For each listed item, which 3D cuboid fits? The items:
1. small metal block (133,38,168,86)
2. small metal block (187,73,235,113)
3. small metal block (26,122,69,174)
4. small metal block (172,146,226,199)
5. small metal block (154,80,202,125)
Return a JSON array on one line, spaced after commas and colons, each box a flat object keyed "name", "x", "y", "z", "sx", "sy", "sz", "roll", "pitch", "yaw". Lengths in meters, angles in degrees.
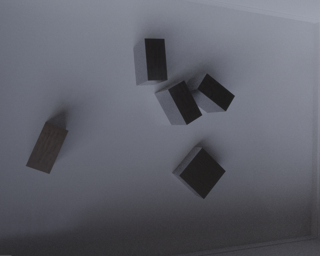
[{"name": "small metal block", "x": -0.013, "y": -0.082, "z": 0.393, "sx": 0.025, "sy": 0.050, "sz": 0.050, "roll": -5, "pitch": 92, "yaw": -20}, {"name": "small metal block", "x": 0.064, "y": -0.046, "z": 0.422, "sx": 0.050, "sy": 0.050, "sz": 0.025, "roll": 35, "pitch": 79, "yaw": -17}, {"name": "small metal block", "x": -0.128, "y": 0.021, "z": 0.351, "sx": 0.025, "sy": 0.050, "sz": 0.050, "roll": 24, "pitch": 82, "yaw": -19}, {"name": "small metal block", "x": 0.054, "y": 0.062, "z": 0.432, "sx": 0.050, "sy": 0.025, "sz": 0.050, "roll": 45, "pitch": 76, "yaw": -15}, {"name": "small metal block", "x": 0.023, "y": -0.032, "z": 0.407, "sx": 0.025, "sy": 0.050, "sz": 0.050, "roll": -32, "pitch": 101, "yaw": -17}]
